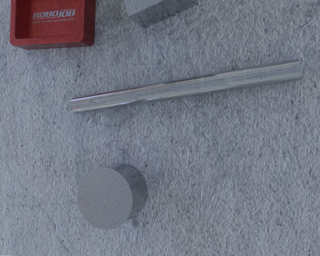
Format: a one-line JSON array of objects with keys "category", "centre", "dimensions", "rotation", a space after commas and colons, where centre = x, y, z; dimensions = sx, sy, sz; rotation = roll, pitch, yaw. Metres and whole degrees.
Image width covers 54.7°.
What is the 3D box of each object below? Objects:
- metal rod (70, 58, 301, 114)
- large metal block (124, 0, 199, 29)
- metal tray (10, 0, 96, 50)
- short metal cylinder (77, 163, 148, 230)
[{"category": "metal rod", "centre": [0.018, -0.050, 0.402], "dimensions": [0.301, 0.025, 0.025], "rotation": [-7, 88, 19]}, {"category": "large metal block", "centre": [-0.006, -0.188, 0.398], "dimensions": [0.080, 0.050, 0.080], "rotation": [-19, 84, 19]}, {"category": "metal tray", "centre": [-0.161, -0.167, 0.462], "dimensions": [0.130, 0.030, 0.089], "rotation": [3, 91, 19]}, {"category": "short metal cylinder", "centre": [-0.063, 0.090, 0.418], "dimensions": [0.080, 0.050, 0.079], "rotation": [0, 90, 20]}]
